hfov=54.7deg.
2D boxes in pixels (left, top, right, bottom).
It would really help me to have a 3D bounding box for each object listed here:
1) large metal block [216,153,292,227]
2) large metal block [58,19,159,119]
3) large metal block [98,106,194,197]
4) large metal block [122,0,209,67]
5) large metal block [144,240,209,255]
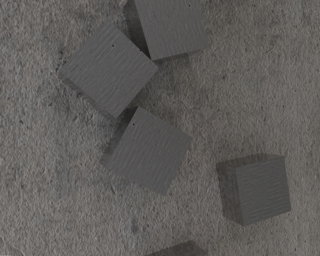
[{"bbox_3d":[0.134,0.085,0.445,0.081,0.050,0.080,-10,94,-20],"label":"large metal block"},{"bbox_3d":[-0.063,-0.067,0.372,0.080,0.050,0.080,42,77,-15],"label":"large metal block"},{"bbox_3d":[-0.018,0.028,0.389,0.080,0.050,0.080,30,80,-18],"label":"large metal block"},{"bbox_3d":[0.007,-0.129,0.398,0.081,0.050,0.080,-18,96,-19],"label":"large metal block"},{"bbox_3d":[0.022,0.205,0.404,0.081,0.050,0.080,-11,94,-20],"label":"large metal block"}]
